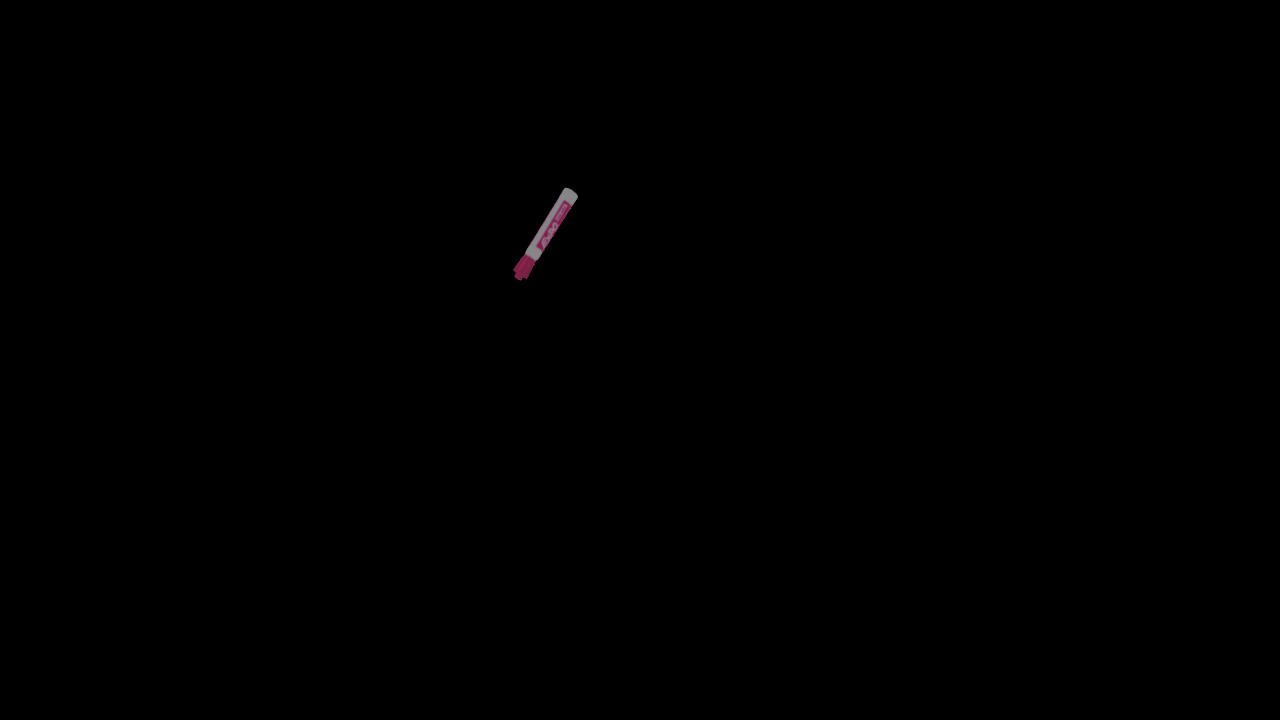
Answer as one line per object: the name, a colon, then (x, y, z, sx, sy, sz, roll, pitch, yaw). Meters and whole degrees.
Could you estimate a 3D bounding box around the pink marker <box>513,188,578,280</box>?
pink marker: (-0.111, -0.145, 0.715, 0.020, 0.121, 0.020, 30, -7, 4)
